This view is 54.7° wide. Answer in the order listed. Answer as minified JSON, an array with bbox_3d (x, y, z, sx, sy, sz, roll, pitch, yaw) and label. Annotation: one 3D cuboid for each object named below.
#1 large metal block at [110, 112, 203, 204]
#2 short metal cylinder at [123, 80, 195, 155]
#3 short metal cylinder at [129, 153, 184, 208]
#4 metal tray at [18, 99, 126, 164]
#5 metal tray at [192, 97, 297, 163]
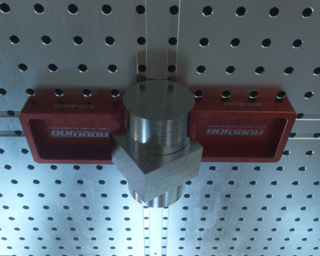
[{"bbox_3d":[-0.006,0.033,0.384,0.081,0.080,0.050,-22,136,-27],"label":"large metal block"},{"bbox_3d":[-0.002,-0.014,0.363,0.081,0.080,0.050,1,130,-1],"label":"short metal cylinder"},{"bbox_3d":[-0.004,0.062,0.428,0.081,0.080,0.050,1,130,-1],"label":"short metal cylinder"},{"bbox_3d":[-0.107,0.007,0.413,0.131,0.030,0.089,1,130,-1],"label":"metal tray"},{"bbox_3d":[0.102,0.005,0.413,0.131,0.030,0.089,1,130,-1],"label":"metal tray"}]
